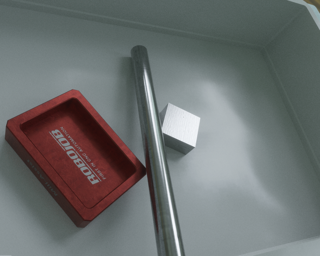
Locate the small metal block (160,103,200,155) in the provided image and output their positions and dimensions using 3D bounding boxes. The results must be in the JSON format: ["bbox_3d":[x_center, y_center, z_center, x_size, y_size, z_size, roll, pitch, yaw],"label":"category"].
[{"bbox_3d":[0.023,0.001,0.419,0.050,0.025,0.050,25,53,-14],"label":"small metal block"}]

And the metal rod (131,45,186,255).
[{"bbox_3d":[-0.010,0.005,0.369,0.025,0.025,0.300,9,49,-24],"label":"metal rod"}]

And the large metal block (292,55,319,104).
[{"bbox_3d":[0.331,-0.096,0.633,0.081,0.050,0.080,5,60,-26],"label":"large metal block"}]

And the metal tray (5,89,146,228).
[{"bbox_3d":[-0.089,0.029,0.337,0.130,0.030,0.091,49,51,6],"label":"metal tray"}]
